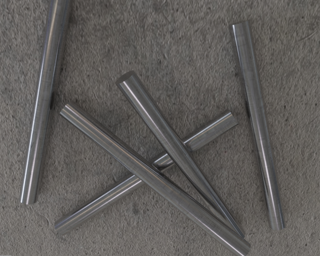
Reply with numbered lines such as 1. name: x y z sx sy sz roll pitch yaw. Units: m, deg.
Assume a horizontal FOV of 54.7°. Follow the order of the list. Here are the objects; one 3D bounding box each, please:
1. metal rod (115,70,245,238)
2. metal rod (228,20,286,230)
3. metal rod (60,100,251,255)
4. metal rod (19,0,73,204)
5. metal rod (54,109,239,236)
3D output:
1. metal rod: 0.040 0.054 0.404 0.025 0.025 0.300 -30 117 10
2. metal rod: 0.134 0.010 0.414 0.025 0.025 0.298 -15 110 5
3. metal rod: -0.004 0.069 0.405 0.300 0.025 0.025 39 106 -3
4. metal rod: -0.148 -0.032 0.396 0.025 0.025 0.298 15 109 -6
5. metal rod: -0.026 0.067 0.434 0.300 0.025 0.025 -34 107 11
